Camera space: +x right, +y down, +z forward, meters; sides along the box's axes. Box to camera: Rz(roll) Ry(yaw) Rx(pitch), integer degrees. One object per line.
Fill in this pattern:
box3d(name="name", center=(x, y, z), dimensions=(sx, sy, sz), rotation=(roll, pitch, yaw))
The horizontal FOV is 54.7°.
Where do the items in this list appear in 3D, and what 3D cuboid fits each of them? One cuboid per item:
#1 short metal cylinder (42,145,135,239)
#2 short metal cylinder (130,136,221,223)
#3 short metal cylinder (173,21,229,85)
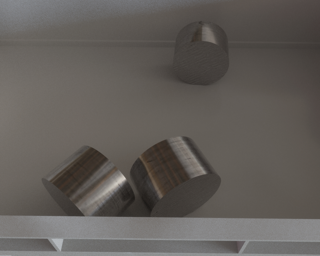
box3d(name="short metal cylinder", center=(-0.072, 0.064, 0.315), dimensions=(0.080, 0.080, 0.050), rotation=(32, 57, 24))
box3d(name="short metal cylinder", center=(0.016, 0.054, 0.324), dimensions=(0.081, 0.080, 0.050), rotation=(-21, 53, -17))
box3d(name="short metal cylinder", center=(0.061, -0.110, 0.462), dimensions=(0.080, 0.080, 0.050), rotation=(5, 50, 4))
